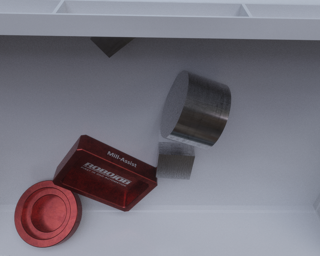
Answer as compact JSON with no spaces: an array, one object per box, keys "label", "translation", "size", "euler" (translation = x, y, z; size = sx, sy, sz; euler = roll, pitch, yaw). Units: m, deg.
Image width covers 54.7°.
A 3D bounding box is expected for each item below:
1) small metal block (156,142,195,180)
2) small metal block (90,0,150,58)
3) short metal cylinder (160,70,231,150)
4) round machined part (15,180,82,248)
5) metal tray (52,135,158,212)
[{"label":"small metal block","translation":[0.021,0.048,0.451],"size":[0.050,0.025,0.050],"euler":[4,130,-4]},{"label":"small metal block","translation":[-0.038,-0.104,0.304],"size":[0.050,0.050,0.025],"euler":[-31,124,23]},{"label":"short metal cylinder","translation":[0.039,-0.020,0.357],"size":[0.050,0.080,0.079],"euler":[17,128,-14]},{"label":"round machined part","translation":[-0.169,0.133,0.483],"size":[0.099,0.098,0.042],"euler":[-6,162,4]},{"label":"metal tray","translation":[-0.080,0.072,0.466],"size":[0.131,0.030,0.090],"euler":[28,124,-23]}]
